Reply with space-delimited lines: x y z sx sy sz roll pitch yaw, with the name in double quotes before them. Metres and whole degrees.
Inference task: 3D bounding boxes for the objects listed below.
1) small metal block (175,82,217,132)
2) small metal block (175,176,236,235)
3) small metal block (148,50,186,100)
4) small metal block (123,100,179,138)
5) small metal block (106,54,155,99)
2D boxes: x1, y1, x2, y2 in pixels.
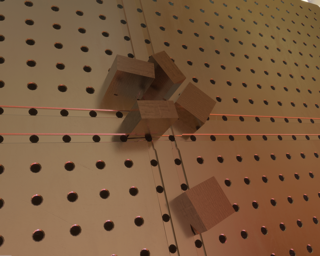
"small metal block" 0.048 -0.031 0.452 0.050 0.025 0.050 37 51 -4
"small metal block" 0.056 0.094 0.380 0.050 0.025 0.050 -20 72 -35
"small metal block" 0.002 -0.071 0.436 0.025 0.050 0.050 -30 79 -38
"small metal block" -0.013 -0.011 0.392 0.050 0.050 0.025 -2 63 -29
"small metal block" -0.040 -0.066 0.410 0.050 0.050 0.025 9 58 -24
